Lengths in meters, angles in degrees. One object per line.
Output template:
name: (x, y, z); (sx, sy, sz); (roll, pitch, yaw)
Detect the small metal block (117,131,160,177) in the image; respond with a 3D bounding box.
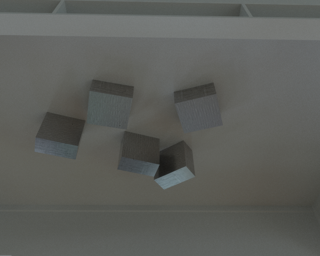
small metal block: (-0.028, 0.035, 0.422); (0.050, 0.050, 0.025); (13, 129, -12)

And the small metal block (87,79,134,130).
small metal block: (-0.062, -0.028, 0.384); (0.050, 0.025, 0.050); (9, 130, -8)

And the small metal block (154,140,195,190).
small metal block: (0.020, 0.052, 0.437); (0.050, 0.050, 0.025); (-26, 125, 20)

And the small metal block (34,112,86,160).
small metal block: (-0.128, 0.010, 0.399); (0.050, 0.050, 0.025); (13, 129, -11)

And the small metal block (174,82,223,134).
small metal block: (0.048, -0.024, 0.389); (0.050, 0.025, 0.050); (-13, 129, 10)
